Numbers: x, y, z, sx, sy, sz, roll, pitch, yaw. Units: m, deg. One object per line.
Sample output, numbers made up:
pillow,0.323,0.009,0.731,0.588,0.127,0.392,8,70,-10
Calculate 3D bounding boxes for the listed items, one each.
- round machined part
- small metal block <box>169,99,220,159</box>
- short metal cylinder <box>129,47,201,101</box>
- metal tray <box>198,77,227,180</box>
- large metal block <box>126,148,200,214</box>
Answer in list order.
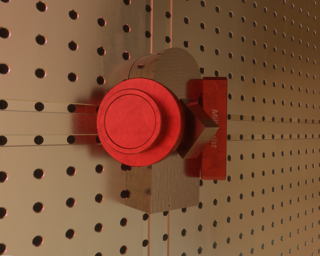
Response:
round machined part,-0.025,-0.006,0.335,0.042,0.098,0.097,4,87,-73
small metal block,0.034,0.001,0.366,0.025,0.050,0.050,0,133,-43
short metal cylinder,0.008,-0.059,0.398,0.081,0.050,0.080,0,90,-40
metal tray,0.070,0.001,0.427,0.030,0.090,0.129,1,89,3
large metal block,0.005,0.059,0.397,0.081,0.050,0.080,3,88,-40
